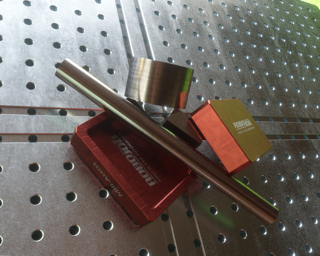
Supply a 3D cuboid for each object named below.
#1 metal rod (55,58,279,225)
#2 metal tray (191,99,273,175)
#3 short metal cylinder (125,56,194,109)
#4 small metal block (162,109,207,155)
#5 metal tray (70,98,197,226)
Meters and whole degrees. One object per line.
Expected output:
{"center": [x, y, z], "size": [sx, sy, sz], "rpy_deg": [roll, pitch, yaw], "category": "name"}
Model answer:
{"center": [0.012, 0.019, 0.360], "size": [0.301, 0.025, 0.025], "rpy_deg": [36, 51, -5], "category": "metal rod"}
{"center": [0.102, 0.005, 0.419], "size": [0.090, 0.030, 0.131], "rpy_deg": [57, 28, 13], "category": "metal tray"}
{"center": [-0.001, -0.058, 0.395], "size": [0.081, 0.080, 0.050], "rpy_deg": [8, 100, -24], "category": "short metal cylinder"}
{"center": [0.024, 0.008, 0.394], "size": [0.050, 0.050, 0.025], "rpy_deg": [35, 51, -5], "category": "small metal block"}
{"center": [-0.028, 0.035, 0.363], "size": [0.130, 0.030, 0.091], "rpy_deg": [49, 51, 6], "category": "metal tray"}
